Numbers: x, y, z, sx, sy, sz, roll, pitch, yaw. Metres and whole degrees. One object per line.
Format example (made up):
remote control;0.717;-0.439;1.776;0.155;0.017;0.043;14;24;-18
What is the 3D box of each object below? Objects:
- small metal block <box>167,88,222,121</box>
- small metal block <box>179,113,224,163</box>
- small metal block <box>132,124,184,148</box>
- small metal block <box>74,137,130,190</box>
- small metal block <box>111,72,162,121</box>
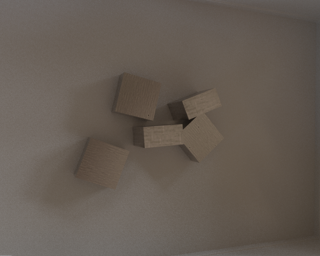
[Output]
small metal block;0.045;-0.031;0.414;0.050;0.050;0.025;-23;98;-19
small metal block;0.051;0.012;0.429;0.050;0.025;0.050;-43;104;-15
small metal block;-0.004;0.009;0.396;0.050;0.050;0.025;-4;92;-20
small metal block;-0.072;0.043;0.384;0.050;0.025;0.050;22;83;-19
small metal block;-0.031;-0.039;0.399;0.050;0.025;0.050;14;85;-20
